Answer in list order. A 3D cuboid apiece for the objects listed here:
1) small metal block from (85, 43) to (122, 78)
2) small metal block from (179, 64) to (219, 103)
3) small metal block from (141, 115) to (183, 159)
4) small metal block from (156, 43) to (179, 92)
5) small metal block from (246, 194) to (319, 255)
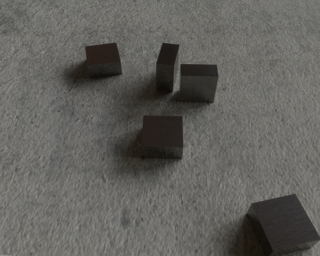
[{"bbox_3d":[-0.090,-0.108,0.493,0.050,0.025,0.050,-10,51,-9],"label":"small metal block"},{"bbox_3d":[0.053,-0.063,0.441,0.050,0.050,0.025,1,50,0],"label":"small metal block"},{"bbox_3d":[0.003,0.011,0.394,0.050,0.025,0.050,1,50,0],"label":"small metal block"},{"bbox_3d":[0.012,-0.091,0.463,0.025,0.050,0.050,8,51,7],"label":"small metal block"},{"bbox_3d":[0.125,0.101,0.320,0.050,0.025,0.050,-10,51,-9],"label":"small metal block"}]
